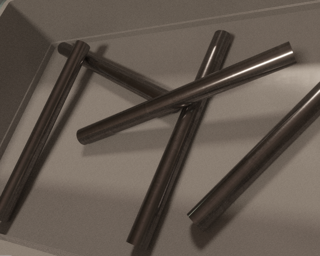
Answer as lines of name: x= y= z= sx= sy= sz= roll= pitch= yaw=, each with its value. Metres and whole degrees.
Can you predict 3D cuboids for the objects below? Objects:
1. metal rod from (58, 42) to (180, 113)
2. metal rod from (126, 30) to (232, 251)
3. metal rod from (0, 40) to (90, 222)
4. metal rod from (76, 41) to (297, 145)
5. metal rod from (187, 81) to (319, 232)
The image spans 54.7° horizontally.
metal rod: x=-0.081 y=-0.091 z=0.502 sx=0.300 sy=0.025 sz=0.025 roll=30 pitch=78 yaw=37
metal rod: x=0.032 y=0.000 z=0.388 sx=0.025 sy=0.025 sz=0.300 roll=11 pitch=67 yaw=32
metal rod: x=-0.180 y=-0.005 z=0.483 sx=0.025 sy=0.025 sz=0.299 roll=11 pitch=72 yaw=32
metal rod: x=0.012 y=-0.033 z=0.388 sx=0.300 sy=0.025 sz=0.025 roll=-20 pitch=54 yaw=27
metal rod: x=0.145 y=-0.005 z=0.332 sx=0.300 sy=0.025 sz=0.025 roll=-44 pitch=51 yaw=-3
